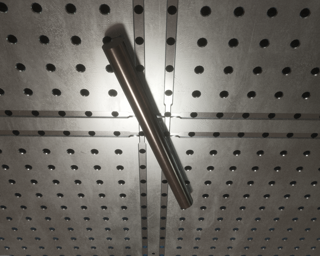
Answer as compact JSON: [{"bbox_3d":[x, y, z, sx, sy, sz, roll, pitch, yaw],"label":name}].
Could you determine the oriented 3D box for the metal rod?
[{"bbox_3d":[-0.004,0.016,0.425,0.025,0.025,0.299,-15,129,11],"label":"metal rod"}]
